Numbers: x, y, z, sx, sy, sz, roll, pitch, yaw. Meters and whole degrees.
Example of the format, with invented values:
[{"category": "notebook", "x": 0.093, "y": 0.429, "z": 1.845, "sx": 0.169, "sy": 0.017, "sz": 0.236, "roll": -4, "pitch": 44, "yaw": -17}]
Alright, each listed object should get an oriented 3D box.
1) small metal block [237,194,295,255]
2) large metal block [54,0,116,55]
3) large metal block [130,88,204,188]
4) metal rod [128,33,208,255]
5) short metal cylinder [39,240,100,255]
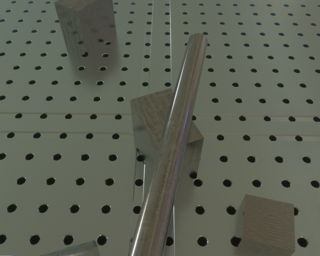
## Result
[{"category": "small metal block", "x": 0.110, "y": 0.102, "z": 0.323, "sx": 0.050, "sy": 0.025, "sz": 0.050, "roll": 11, "pitch": 51, "yaw": 8}, {"category": "large metal block", "x": -0.123, "y": -0.186, "z": 0.527, "sx": 0.050, "sy": 0.080, "sz": 0.080, "roll": 25, "pitch": 54, "yaw": 19}, {"category": "large metal block", "x": 0.005, "y": 0.015, "z": 0.360, "sx": 0.050, "sy": 0.080, "sz": 0.080, "roll": -18, "pitch": 53, "yaw": -15}, {"category": "metal rod", "x": 0.016, "y": 0.002, "z": 0.302, "sx": 0.025, "sy": 0.025, "sz": 0.300, "roll": 10, "pitch": 51, "yaw": 8}, {"category": "short metal cylinder", "x": -0.071, "y": 0.140, "z": 0.254, "sx": 0.050, "sy": 0.080, "sz": 0.080, "roll": -13, "pitch": 51, "yaw": -11}]
